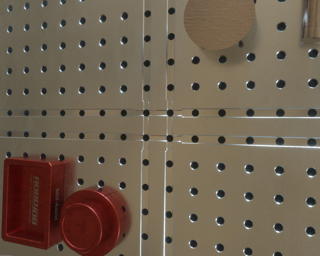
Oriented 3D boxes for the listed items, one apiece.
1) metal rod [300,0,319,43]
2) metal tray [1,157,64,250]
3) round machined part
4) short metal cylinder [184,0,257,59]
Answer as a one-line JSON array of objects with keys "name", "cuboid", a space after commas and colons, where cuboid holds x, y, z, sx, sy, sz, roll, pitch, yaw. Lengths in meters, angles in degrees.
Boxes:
[{"name": "metal rod", "cuboid": [0.182, -0.248, 0.348, 0.025, 0.025, 0.298, 4, 91, 20]}, {"name": "metal tray", "cuboid": [-0.197, 0.112, 0.479, 0.090, 0.030, 0.129, 3, 91, 20]}, {"name": "round machined part", "cuboid": [-0.102, 0.136, 0.439, 0.098, 0.042, 0.097, 0, 90, 20]}, {"name": "short metal cylinder", "cuboid": [0.074, -0.128, 0.373, 0.080, 0.050, 0.080, 0, 90, 20]}]
